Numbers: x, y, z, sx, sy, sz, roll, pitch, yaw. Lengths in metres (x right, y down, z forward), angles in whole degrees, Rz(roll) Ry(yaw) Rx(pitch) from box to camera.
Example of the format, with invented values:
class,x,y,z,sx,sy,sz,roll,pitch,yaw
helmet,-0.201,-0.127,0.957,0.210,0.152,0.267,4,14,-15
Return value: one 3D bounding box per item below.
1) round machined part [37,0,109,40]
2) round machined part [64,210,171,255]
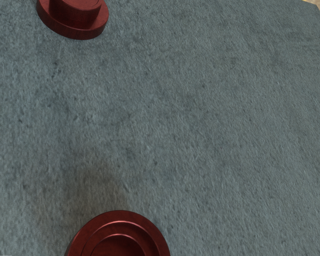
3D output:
class,x,y,z,sx,sy,sz,roll,pitch,yaw
round machined part,-0.120,-0.176,0.437,0.099,0.042,0.098,14,56,-21
round machined part,-0.042,0.131,0.291,0.099,0.042,0.098,14,56,-21
